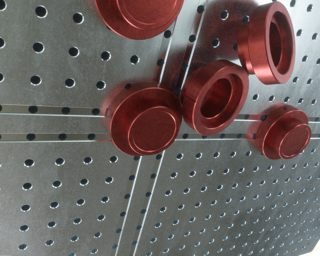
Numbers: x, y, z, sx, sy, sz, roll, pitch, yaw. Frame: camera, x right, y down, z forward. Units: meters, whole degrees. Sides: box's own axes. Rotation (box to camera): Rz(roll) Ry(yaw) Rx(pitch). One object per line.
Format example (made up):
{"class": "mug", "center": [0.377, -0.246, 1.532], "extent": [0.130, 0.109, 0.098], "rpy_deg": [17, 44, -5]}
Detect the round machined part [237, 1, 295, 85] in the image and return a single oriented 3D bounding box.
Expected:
{"class": "round machined part", "center": [0.132, -0.103, 0.389], "extent": [0.099, 0.042, 0.097], "rpy_deg": [-1, 91, -48]}

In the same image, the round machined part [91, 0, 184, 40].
{"class": "round machined part", "center": [-0.017, -0.136, 0.307], "extent": [0.099, 0.042, 0.097], "rpy_deg": [-14, 124, -21]}

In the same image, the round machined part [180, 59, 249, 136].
{"class": "round machined part", "center": [0.066, -0.042, 0.401], "extent": [0.099, 0.042, 0.097], "rpy_deg": [-24, 132, -29]}

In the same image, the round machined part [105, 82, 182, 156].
{"class": "round machined part", "center": [-0.015, -0.005, 0.389], "extent": [0.099, 0.042, 0.097], "rpy_deg": [-14, 124, -21]}

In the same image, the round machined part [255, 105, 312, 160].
{"class": "round machined part", "center": [0.214, 0.014, 0.525], "extent": [0.099, 0.042, 0.097], "rpy_deg": [-14, 124, -21]}
